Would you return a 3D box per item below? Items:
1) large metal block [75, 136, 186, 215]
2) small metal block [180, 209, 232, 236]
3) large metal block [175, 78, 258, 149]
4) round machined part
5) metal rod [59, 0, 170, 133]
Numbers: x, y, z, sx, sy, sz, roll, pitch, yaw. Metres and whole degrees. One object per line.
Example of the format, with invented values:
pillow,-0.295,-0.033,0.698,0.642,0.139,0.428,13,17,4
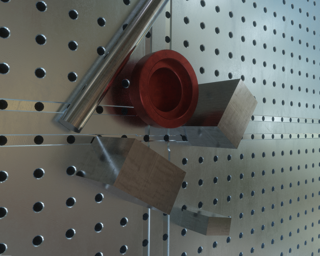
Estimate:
large metal block,-0.033,0.051,0.346,0.080,0.080,0.050,37,67,-34
small metal block,0.066,0.136,0.449,0.050,0.050,0.025,16,80,-39
large metal block,0.078,-0.019,0.439,0.050,0.080,0.080,45,63,-31
round machined part,0.001,-0.048,0.399,0.099,0.042,0.097,0,90,-40
metal rod,-0.028,-0.123,0.385,0.025,0.025,0.300,44,64,-32
